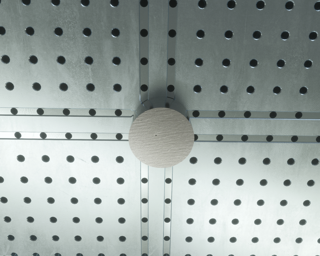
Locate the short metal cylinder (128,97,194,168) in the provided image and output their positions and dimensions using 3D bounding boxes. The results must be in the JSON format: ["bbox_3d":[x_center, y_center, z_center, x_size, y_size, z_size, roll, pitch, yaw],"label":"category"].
[{"bbox_3d":[0.002,0.005,0.402,0.080,0.050,0.079,0,110,0],"label":"short metal cylinder"}]
